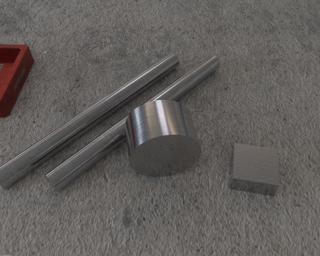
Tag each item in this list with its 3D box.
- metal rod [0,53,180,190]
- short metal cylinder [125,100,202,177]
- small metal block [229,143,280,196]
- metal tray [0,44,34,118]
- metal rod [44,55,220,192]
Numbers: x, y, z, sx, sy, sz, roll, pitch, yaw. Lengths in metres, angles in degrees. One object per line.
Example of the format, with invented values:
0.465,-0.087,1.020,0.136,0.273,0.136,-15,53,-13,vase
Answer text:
-0.081,-0.024,0.422,0.025,0.025,0.302,36,58,26,metal rod
0.002,0.014,0.356,0.081,0.080,0.050,-7,51,-6,short metal cylinder
0.110,0.048,0.364,0.050,0.025,0.050,8,50,7,small metal block
-0.253,-0.074,0.459,0.091,0.030,0.130,1,50,1,metal tray
-0.019,-0.021,0.420,0.025,0.025,0.302,36,58,26,metal rod
